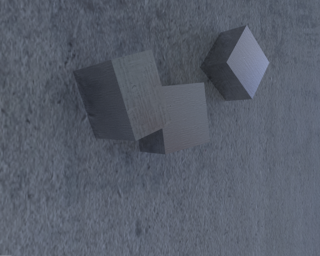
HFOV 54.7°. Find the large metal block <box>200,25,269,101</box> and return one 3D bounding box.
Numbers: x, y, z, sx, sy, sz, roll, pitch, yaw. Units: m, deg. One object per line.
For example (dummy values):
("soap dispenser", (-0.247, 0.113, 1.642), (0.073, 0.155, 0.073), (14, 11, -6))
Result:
("large metal block", (0.121, -0.100, 0.492), (0.080, 0.050, 0.080), (45, 63, -31))

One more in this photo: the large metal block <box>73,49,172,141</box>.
("large metal block", (-0.042, -0.034, 0.335), (0.050, 0.080, 0.080), (-26, 107, -37))

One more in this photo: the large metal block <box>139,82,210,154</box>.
("large metal block", (0.016, -0.015, 0.404), (0.081, 0.050, 0.079), (-12, 98, -40))
